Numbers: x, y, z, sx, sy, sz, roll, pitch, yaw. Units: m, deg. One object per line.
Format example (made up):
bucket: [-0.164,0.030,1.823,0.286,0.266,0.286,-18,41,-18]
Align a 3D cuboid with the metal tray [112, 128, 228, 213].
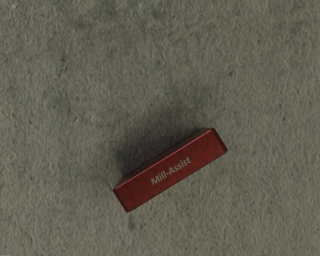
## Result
metal tray: [0.011,0.046,0.377,0.130,0.090,0.030,-32,90,0]
